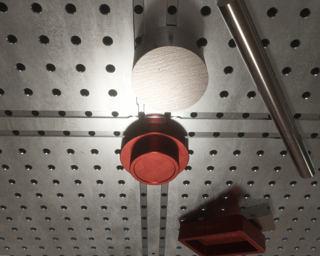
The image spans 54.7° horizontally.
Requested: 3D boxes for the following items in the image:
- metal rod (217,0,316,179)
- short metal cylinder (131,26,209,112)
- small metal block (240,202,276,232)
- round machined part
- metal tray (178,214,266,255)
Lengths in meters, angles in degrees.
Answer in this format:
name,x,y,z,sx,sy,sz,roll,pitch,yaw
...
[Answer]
name,x,y,z,sx,sy,sz,roll,pitch,yaw
metal rod,0.145,-0.030,0.388,0.025,0.025,0.300,-25,126,19
short metal cylinder,0.010,-0.064,0.341,0.081,0.050,0.079,-1,130,0
small metal block,0.175,0.162,0.553,0.050,0.025,0.050,-17,129,13
round machined part,-0.007,0.044,0.438,0.099,0.042,0.097,-1,130,0
metal tray,0.110,0.199,0.559,0.130,0.030,0.090,-23,127,34
